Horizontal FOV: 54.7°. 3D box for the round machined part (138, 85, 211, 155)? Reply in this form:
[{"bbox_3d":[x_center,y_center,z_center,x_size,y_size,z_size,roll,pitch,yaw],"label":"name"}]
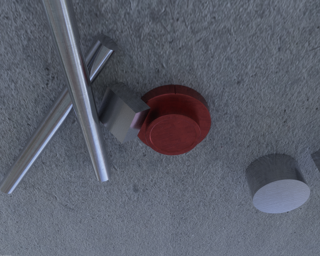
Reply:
[{"bbox_3d":[0.016,-0.003,0.394,0.099,0.042,0.097,-1,130,0],"label":"round machined part"}]

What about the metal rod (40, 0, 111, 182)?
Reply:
[{"bbox_3d":[-0.086,-0.027,0.352,0.025,0.025,0.298,-1,140,0],"label":"metal rod"}]

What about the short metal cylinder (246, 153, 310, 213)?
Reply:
[{"bbox_3d":[0.175,0.084,0.465,0.081,0.050,0.079,0,130,0],"label":"short metal cylinder"}]

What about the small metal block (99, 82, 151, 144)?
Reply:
[{"bbox_3d":[-0.045,-0.018,0.373,0.050,0.025,0.050,44,129,19],"label":"small metal block"}]

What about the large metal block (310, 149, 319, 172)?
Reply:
[{"bbox_3d":[0.281,0.053,0.441,0.080,0.050,0.080,33,122,-26],"label":"large metal block"}]

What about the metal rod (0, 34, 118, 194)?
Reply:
[{"bbox_3d":[-0.146,0.000,0.404,0.025,0.025,0.299,30,124,-23],"label":"metal rod"}]
